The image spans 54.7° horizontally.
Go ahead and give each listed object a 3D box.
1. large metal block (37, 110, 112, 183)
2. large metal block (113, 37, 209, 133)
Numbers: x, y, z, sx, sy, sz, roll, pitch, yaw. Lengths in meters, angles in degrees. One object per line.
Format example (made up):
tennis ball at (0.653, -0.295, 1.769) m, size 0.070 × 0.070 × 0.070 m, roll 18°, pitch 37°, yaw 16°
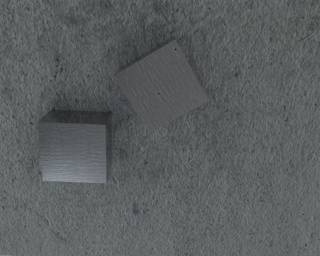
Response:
large metal block at (-0.107, 0.023, 0.404) m, size 0.081 × 0.050 × 0.079 m, roll 3°, pitch 110°, yaw -1°
large metal block at (0.002, -0.054, 0.377) m, size 0.080 × 0.050 × 0.080 m, roll -29°, pitch 108°, yaw 10°
